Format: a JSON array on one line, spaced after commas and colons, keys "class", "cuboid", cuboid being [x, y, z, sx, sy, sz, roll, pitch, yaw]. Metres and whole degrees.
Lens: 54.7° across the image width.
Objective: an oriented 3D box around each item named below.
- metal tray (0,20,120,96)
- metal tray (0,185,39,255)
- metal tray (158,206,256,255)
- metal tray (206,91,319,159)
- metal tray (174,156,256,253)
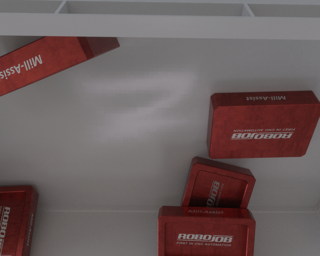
[{"class": "metal tray", "cuboid": [-0.113, -0.066, 0.305, 0.130, 0.090, 0.030, -18, 107, 15]}, {"class": "metal tray", "cuboid": [-0.240, 0.154, 0.463, 0.091, 0.130, 0.030, -2, 147, -4]}, {"class": "metal tray", "cuboid": [0.063, 0.160, 0.437, 0.131, 0.030, 0.089, 1, 102, 4]}, {"class": "metal tray", "cuboid": [0.130, -0.002, 0.405, 0.131, 0.030, 0.089, -2, 130, 1]}, {"class": "metal tray", "cuboid": [0.077, 0.116, 0.458, 0.090, 0.030, 0.129, 14, 102, 1]}]
